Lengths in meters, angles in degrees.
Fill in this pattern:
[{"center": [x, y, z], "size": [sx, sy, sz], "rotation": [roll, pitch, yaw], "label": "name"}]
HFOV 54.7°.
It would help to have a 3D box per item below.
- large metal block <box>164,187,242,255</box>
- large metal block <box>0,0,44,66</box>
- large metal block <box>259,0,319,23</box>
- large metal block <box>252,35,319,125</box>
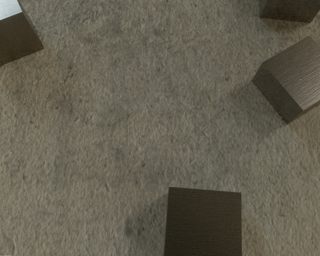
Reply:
[{"center": [0.047, 0.114, 0.354], "size": [0.081, 0.050, 0.080], "rotation": [4, 70, 1], "label": "large metal block"}, {"center": [-0.220, -0.136, 0.426], "size": [0.080, 0.080, 0.050], "rotation": [-26, 72, -9], "label": "large metal block"}, {"center": [0.201, -0.214, 0.476], "size": [0.080, 0.050, 0.080], "rotation": [7, 70, 2], "label": "large metal block"}, {"center": [0.188, -0.065, 0.421], "size": [0.080, 0.050, 0.080], "rotation": [-30, 73, -11], "label": "large metal block"}]
